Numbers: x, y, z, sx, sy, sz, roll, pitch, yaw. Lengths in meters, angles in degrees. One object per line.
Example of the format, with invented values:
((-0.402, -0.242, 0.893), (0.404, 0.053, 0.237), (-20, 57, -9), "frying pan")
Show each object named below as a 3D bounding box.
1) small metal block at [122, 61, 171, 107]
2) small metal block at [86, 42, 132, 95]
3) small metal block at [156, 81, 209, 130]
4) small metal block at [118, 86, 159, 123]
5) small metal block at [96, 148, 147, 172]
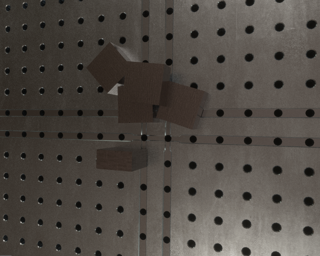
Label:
((-0.017, -0.055, 0.391), (0.050, 0.025, 0.050), (9, 92, 19), "small metal block")
((-0.066, -0.083, 0.435), (0.050, 0.025, 0.050), (-43, 77, 14), "small metal block")
((0.029, -0.029, 0.402), (0.050, 0.025, 0.050), (19, 96, 18), "small metal block")
((-0.029, -0.032, 0.422), (0.050, 0.025, 0.050), (-1, 90, 19), "small metal block")
((-0.050, 0.041, 0.416), (0.050, 0.050, 0.025), (2, 91, 19), "small metal block")
